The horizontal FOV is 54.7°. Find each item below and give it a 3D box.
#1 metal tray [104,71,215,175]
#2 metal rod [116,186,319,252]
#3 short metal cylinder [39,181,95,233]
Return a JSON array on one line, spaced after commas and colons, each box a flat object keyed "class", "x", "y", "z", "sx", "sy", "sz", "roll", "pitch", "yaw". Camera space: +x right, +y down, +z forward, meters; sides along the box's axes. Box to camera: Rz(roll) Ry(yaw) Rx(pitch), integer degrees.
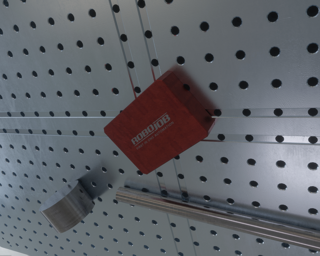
[{"class": "metal tray", "x": -0.005, "y": -0.002, "z": 0.410, "sx": 0.090, "sy": 0.030, "sz": 0.129, "roll": 48, "pitch": 129, "yaw": -6}, {"class": "metal rod", "x": 0.070, "y": 0.127, "z": 0.452, "sx": 0.301, "sy": 0.025, "sz": 0.025, "roll": 7, "pitch": 122, "yaw": 24}, {"class": "short metal cylinder", "x": -0.163, "y": 0.138, "z": 0.547, "sx": 0.080, "sy": 0.080, "sz": 0.050, "roll": -25, "pitch": 105, "yaw": 36}]
